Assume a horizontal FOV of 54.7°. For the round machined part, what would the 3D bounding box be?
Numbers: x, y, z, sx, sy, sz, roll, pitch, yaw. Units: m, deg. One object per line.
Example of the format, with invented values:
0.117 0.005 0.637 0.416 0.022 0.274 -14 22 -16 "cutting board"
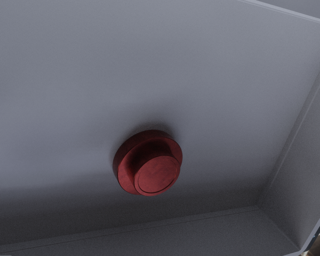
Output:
-0.011 0.055 0.427 0.099 0.042 0.097 -14 125 -21 "round machined part"
